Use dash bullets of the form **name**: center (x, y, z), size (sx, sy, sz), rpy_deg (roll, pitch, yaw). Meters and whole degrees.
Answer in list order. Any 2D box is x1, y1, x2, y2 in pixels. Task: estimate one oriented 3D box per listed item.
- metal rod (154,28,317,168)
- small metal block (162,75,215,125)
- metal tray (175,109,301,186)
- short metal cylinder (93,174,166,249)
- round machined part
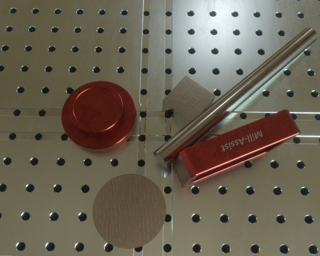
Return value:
- **metal rod**: center (0.113, -0.051, 0.419), size (0.301, 0.025, 0.025), rpy_deg (-38, 75, -18)
- **small metal block**: center (0.039, -0.036, 0.425), size (0.050, 0.025, 0.050), rpy_deg (38, 74, 12)
- **metal tray**: center (0.086, 0.027, 0.367), size (0.131, 0.090, 0.030), rpy_deg (-21, 74, -8)
- **short metal cylinder**: center (-0.033, 0.098, 0.362), size (0.081, 0.050, 0.080), rpy_deg (0, 70, 0)
- **round machined part**: center (-0.081, -0.020, 0.409), size (0.099, 0.042, 0.098), rpy_deg (0, 70, -1)
